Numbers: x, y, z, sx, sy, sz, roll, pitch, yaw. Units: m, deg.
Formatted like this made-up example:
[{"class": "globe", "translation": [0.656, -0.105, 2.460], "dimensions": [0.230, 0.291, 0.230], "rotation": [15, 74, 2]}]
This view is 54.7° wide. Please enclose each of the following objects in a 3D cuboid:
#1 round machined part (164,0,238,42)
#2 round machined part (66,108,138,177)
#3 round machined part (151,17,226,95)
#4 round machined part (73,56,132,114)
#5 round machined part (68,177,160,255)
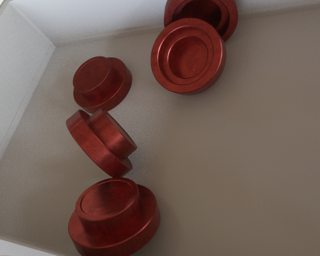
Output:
[{"class": "round machined part", "translation": [0.055, -0.158, 0.427], "dimensions": [0.098, 0.098, 0.042], "rotation": [-13, 50, 21]}, {"class": "round machined part", "translation": [-0.066, 0.013, 0.384], "dimensions": [0.042, 0.098, 0.098], "rotation": [-41, 51, -1]}, {"class": "round machined part", "translation": [0.040, -0.092, 0.413], "dimensions": [0.098, 0.042, 0.097], "rotation": [-1, 87, 26]}, {"class": "round machined part", "translation": [-0.097, -0.074, 0.489], "dimensions": [0.098, 0.042, 0.098], "rotation": [-13, 56, 20]}, {"class": "round machined part", "translation": [-0.052, 0.090, 0.336], "dimensions": [0.098, 0.042, 0.098], "rotation": [-11, 26, 6]}]
